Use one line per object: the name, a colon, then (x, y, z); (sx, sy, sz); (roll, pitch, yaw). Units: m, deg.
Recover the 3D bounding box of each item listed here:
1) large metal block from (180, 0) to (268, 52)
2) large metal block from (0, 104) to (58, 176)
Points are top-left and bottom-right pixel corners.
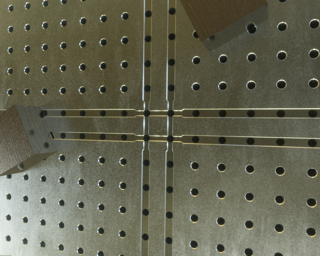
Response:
large metal block: (0.073, -0.152, 0.374); (0.080, 0.050, 0.080); (-27, 81, 18)
large metal block: (-0.218, 0.019, 0.477); (0.080, 0.050, 0.080); (-28, 81, 18)
